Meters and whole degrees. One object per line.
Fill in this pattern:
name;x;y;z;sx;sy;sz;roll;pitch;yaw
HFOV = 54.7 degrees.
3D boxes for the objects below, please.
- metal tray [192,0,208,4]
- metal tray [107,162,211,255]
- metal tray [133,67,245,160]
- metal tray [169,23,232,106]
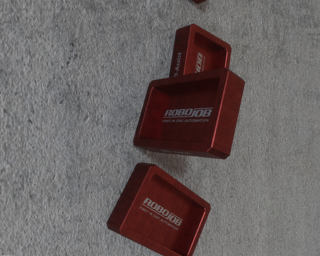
metal tray;0.050;-0.259;0.441;0.091;0.030;0.129;21;77;-38
metal tray;0.005;0.114;0.405;0.130;0.030;0.090;40;66;-33
metal tray;0.028;-0.015;0.359;0.030;0.130;0.090;24;75;-38
metal tray;0.057;-0.071;0.448;0.091;0.030;0.129;15;81;-39
